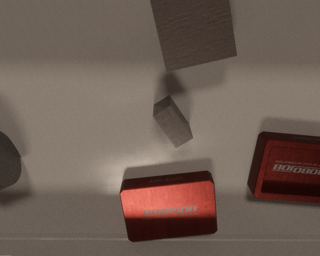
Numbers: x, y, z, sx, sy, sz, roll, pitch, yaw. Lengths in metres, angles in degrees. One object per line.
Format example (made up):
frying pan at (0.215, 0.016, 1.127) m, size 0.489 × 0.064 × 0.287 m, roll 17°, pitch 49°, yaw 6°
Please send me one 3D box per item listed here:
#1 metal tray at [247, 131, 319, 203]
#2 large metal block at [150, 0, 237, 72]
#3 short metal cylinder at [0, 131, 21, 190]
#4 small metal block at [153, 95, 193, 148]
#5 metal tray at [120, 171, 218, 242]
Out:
metal tray at (0.198, 0.057, 0.432) m, size 0.131 × 0.030 × 0.089 m, roll 5°, pitch 110°, yaw -3°
large metal block at (0.037, -0.116, 0.356) m, size 0.080 × 0.050 × 0.079 m, roll -12°, pitch 110°, yaw 4°
short metal cylinder at (-0.226, 0.046, 0.396) m, size 0.050 × 0.080 × 0.080 m, roll -23°, pitch 109°, yaw 8°
small metal block at (0.016, -0.009, 0.395) m, size 0.025 × 0.050 × 0.050 m, roll -32°, pitch 107°, yaw 11°
metal tray at (0.014, 0.115, 0.451) m, size 0.131 × 0.030 × 0.089 m, roll -6°, pitch 110°, yaw 2°
